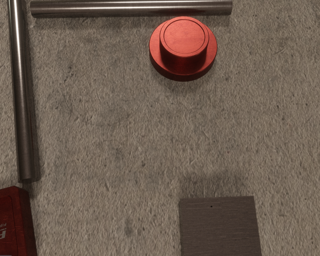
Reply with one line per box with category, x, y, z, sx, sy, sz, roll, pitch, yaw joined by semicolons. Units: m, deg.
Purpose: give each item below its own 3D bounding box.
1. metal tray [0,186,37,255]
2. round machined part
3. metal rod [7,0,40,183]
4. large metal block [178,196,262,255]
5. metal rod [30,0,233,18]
metal tray;-0.217;0.128;0.355;0.131;0.030;0.090;-15;71;-6
round machined part;0.034;-0.119;0.443;0.099;0.042;0.098;0;70;-1
metal rod;-0.193;-0.072;0.432;0.025;0.025;0.299;-11;70;-5
large metal block;0.065;0.122;0.351;0.081;0.050;0.080;-2;70;-1
metal rod;-0.042;-0.184;0.474;0.302;0.025;0.025;-1;70;-1
